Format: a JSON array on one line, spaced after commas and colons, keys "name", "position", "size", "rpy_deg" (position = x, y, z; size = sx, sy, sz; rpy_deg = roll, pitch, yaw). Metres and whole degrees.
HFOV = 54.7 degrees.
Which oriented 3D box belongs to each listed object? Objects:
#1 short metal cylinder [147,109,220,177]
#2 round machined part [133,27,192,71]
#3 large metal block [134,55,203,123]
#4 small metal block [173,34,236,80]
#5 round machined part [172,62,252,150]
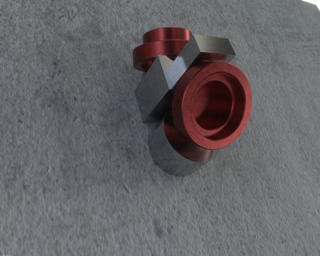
[{"name": "short metal cylinder", "position": [0.030, 0.017, 0.398], "size": [0.081, 0.050, 0.080], "rpy_deg": [14, 56, -21]}, {"name": "round machined part", "position": [0.011, -0.107, 0.426], "size": [0.099, 0.098, 0.042], "rpy_deg": [-2, 88, -30]}, {"name": "large metal block", "position": [0.022, -0.049, 0.412], "size": [0.081, 0.080, 0.050], "rpy_deg": [-2, 63, -30]}, {"name": "small metal block", "position": [0.051, -0.081, 0.364], "size": [0.050, 0.050, 0.025], "rpy_deg": [-3, 63, -30]}, {"name": "round machined part", "position": [0.055, -0.027, 0.357], "size": [0.099, 0.042, 0.097], "rpy_deg": [-7, 103, -28]}]
